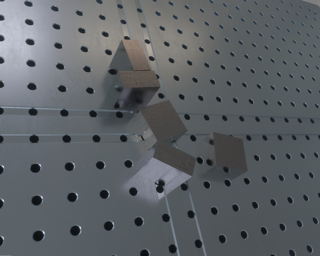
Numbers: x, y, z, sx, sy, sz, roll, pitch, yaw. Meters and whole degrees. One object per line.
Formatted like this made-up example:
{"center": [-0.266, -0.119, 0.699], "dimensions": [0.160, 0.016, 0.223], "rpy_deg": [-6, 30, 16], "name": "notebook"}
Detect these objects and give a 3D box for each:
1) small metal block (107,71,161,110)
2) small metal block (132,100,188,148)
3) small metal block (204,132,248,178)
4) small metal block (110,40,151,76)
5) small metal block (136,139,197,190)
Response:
{"center": [-0.035, -0.049, 0.403], "dimensions": [0.050, 0.050, 0.025], "rpy_deg": [-7, 65, -31], "name": "small metal block"}
{"center": [0.000, -0.005, 0.410], "dimensions": [0.050, 0.025, 0.050], "rpy_deg": [-19, 72, -35], "name": "small metal block"}
{"center": [0.091, 0.038, 0.433], "dimensions": [0.050, 0.025, 0.050], "rpy_deg": [13, 56, -21], "name": "small metal block"}
{"center": [-0.041, -0.083, 0.421], "dimensions": [0.025, 0.050, 0.050], "rpy_deg": [-9, 66, -32], "name": "small metal block"}
{"center": [0.007, 0.045, 0.368], "dimensions": [0.050, 0.050, 0.025], "rpy_deg": [27, 53, -11], "name": "small metal block"}
